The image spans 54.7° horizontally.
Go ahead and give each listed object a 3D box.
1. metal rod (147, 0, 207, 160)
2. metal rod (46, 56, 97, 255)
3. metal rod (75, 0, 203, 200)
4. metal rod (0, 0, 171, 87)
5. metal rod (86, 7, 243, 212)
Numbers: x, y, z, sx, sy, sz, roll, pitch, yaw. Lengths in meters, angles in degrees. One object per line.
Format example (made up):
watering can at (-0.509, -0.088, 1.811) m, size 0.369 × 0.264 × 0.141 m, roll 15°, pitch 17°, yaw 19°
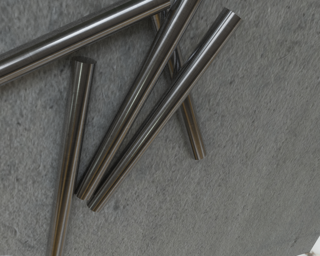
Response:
metal rod at (0.018, -0.072, 0.373) m, size 0.025 × 0.025 × 0.299 m, roll -28°, pitch 129°, yaw -11°
metal rod at (-0.115, 0.060, 0.382) m, size 0.025 × 0.025 × 0.298 m, roll 1°, pitch 118°, yaw -29°
metal rod at (-0.029, -0.032, 0.350) m, size 0.025 × 0.025 × 0.298 m, roll 15°, pitch 117°, yaw -35°
metal rod at (-0.130, -0.060, 0.282) m, size 0.301 × 0.025 × 0.025 m, roll -27°, pitch 128°, yaw -6°
metal rod at (-0.006, -0.007, 0.376) m, size 0.025 × 0.025 × 0.299 m, roll 22°, pitch 114°, yaw -37°
